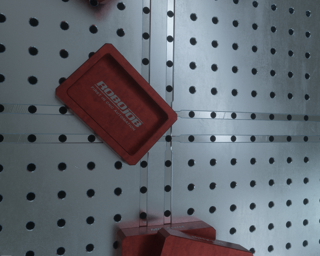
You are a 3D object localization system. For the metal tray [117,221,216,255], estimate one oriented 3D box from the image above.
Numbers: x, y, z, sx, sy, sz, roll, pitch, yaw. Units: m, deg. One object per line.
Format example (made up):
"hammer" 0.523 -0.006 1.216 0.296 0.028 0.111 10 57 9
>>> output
"metal tray" 0.009 0.178 0.414 0.131 0.030 0.090 1 90 -20

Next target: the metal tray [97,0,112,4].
"metal tray" -0.079 -0.223 0.352 0.130 0.030 0.090 45 65 -33

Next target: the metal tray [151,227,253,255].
"metal tray" 0.049 0.187 0.395 0.131 0.030 0.090 19 84 -19

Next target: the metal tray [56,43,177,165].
"metal tray" -0.053 -0.028 0.390 0.130 0.030 0.090 46 76 -14
